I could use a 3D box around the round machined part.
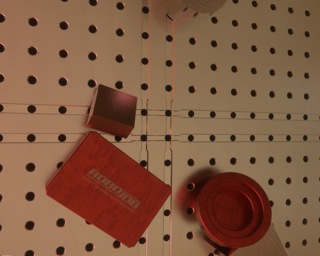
[{"bbox_3d":[0.097,0.113,0.426,0.099,0.042,0.098,2,65,-5],"label":"round machined part"}]

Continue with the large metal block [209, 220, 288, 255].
[{"bbox_3d":[0.131,0.184,0.448,0.080,0.050,0.080,-31,100,-17],"label":"large metal block"}]

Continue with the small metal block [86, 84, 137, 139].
[{"bbox_3d":[-0.057,-0.020,0.378,0.050,0.025,0.050,18,48,-19],"label":"small metal block"}]

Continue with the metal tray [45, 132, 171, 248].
[{"bbox_3d":[-0.062,0.076,0.387,0.130,0.030,0.090,39,77,-16],"label":"metal tray"}]

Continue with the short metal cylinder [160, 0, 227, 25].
[{"bbox_3d":[0.046,-0.186,0.416,0.081,0.050,0.079,0,90,-20],"label":"short metal cylinder"}]
